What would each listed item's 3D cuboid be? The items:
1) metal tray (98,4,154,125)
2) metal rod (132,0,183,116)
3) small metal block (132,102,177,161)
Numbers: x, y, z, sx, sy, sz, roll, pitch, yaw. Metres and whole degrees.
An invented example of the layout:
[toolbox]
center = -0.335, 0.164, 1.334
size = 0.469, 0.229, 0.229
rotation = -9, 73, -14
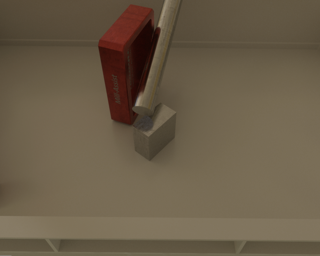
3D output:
[metal tray]
center = -0.037, -0.078, 0.402
size = 0.030, 0.129, 0.090
rotation = 16, 52, 13
[metal rod]
center = 0.013, -0.155, 0.412
size = 0.025, 0.025, 0.299
rotation = 11, 69, 8
[small metal block]
center = -0.006, 0.005, 0.385
size = 0.025, 0.050, 0.050
rotation = 33, 57, 24
